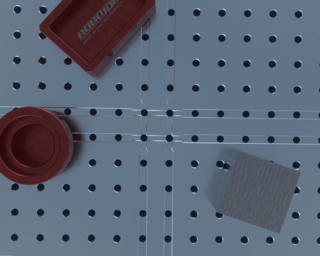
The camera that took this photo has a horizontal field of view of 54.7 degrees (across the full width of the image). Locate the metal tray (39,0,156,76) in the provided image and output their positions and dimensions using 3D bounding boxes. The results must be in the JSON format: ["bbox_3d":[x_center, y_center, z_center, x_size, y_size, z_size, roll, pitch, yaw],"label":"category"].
[{"bbox_3d":[-0.080,-0.146,0.409,0.090,0.030,0.130,42,90,0],"label":"metal tray"}]

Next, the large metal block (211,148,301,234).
[{"bbox_3d":[0.121,0.078,0.402,0.080,0.050,0.080,19,90,0],"label":"large metal block"}]

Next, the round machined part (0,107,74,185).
[{"bbox_3d":[-0.162,0.022,0.404,0.099,0.042,0.097,0,90,0],"label":"round machined part"}]
